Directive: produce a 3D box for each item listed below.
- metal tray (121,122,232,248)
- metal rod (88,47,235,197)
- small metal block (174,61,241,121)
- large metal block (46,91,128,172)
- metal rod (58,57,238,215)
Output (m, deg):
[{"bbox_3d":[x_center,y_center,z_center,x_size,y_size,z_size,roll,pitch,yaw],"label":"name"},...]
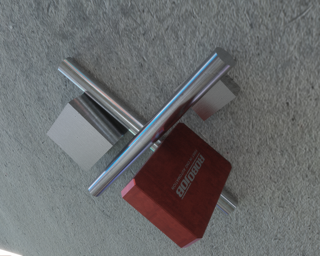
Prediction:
[{"bbox_3d":[0.026,0.059,0.361,0.090,0.131,0.030,41,130,0],"label":"metal tray"},{"bbox_3d":[-0.019,0.014,0.392,0.025,0.025,0.298,43,129,-2],"label":"metal rod"},{"bbox_3d":[0.054,-0.044,0.352,0.050,0.025,0.050,46,129,-4],"label":"small metal block"},{"bbox_3d":[-0.103,0.004,0.445,0.080,0.050,0.080,45,129,-4],"label":"large metal block"},{"bbox_3d":[-0.015,0.011,0.422,0.300,0.025,0.025,41,129,0],"label":"metal rod"}]
